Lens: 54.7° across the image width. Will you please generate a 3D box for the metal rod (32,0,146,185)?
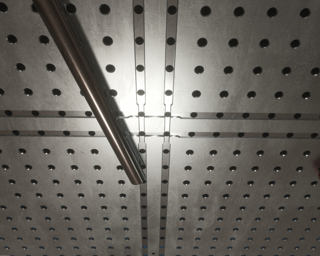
[{"bbox_3d":[-0.075,-0.031,0.384,0.025,0.025,0.299,-13,129,10],"label":"metal rod"}]
